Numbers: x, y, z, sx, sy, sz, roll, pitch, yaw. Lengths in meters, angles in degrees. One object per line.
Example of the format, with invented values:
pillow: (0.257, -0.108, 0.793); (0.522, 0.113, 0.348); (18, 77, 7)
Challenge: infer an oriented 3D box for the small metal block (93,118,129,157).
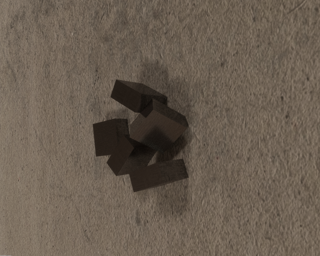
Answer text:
small metal block: (-0.072, 0.015, 0.462); (0.050, 0.025, 0.050); (-11, 83, 39)

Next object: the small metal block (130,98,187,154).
small metal block: (-0.003, -0.002, 0.386); (0.050, 0.050, 0.025); (-49, 27, 29)

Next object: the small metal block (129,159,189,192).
small metal block: (-0.001, 0.059, 0.388); (0.050, 0.050, 0.025); (-25, 75, 37)

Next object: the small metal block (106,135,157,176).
small metal block: (-0.035, 0.035, 0.416); (0.025, 0.050, 0.050); (48, 118, 29)

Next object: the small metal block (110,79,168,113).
small metal block: (-0.028, -0.041, 0.409); (0.050, 0.050, 0.025); (32, 110, 35)
